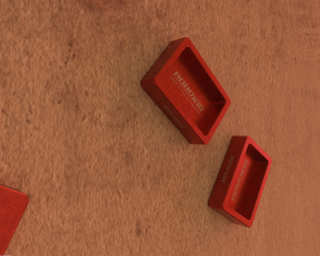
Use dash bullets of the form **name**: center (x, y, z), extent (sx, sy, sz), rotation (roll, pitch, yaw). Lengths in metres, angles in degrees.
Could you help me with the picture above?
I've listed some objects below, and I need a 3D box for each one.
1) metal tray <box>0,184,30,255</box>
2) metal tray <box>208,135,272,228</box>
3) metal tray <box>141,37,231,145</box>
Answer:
- **metal tray**: center (-0.187, 0.075, 0.245), extent (0.130, 0.030, 0.090), rotation (33, 70, -36)
- **metal tray**: center (0.138, 0.089, 0.520), extent (0.090, 0.030, 0.130), rotation (39, 66, -34)
- **metal tray**: center (0.042, -0.049, 0.438), extent (0.130, 0.030, 0.090), rotation (48, 61, -29)
